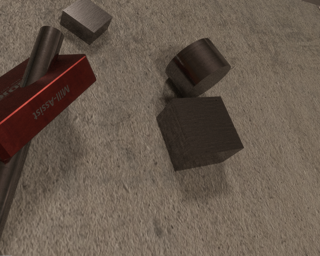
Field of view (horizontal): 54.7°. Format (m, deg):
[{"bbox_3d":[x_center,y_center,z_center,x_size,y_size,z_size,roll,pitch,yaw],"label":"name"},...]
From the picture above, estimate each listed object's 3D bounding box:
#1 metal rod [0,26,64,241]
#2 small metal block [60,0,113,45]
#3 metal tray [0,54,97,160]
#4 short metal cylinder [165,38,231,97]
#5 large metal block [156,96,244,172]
[{"bbox_3d":[-0.135,0.036,0.273,0.025,0.025,0.299,17,66,-19],"label":"metal rod"},{"bbox_3d":[-0.105,-0.154,0.442,0.050,0.025,0.050,35,51,-5],"label":"small metal block"},{"bbox_3d":[-0.138,-0.029,0.309,0.130,0.090,0.030,-54,139,-39],"label":"metal tray"},{"bbox_3d":[0.055,-0.084,0.452,0.081,0.080,0.050,-26,77,-37],"label":"short metal cylinder"},{"bbox_3d":[0.052,0.006,0.414,0.081,0.050,0.080,-6,65,-31],"label":"large metal block"}]
